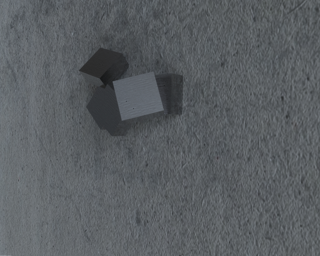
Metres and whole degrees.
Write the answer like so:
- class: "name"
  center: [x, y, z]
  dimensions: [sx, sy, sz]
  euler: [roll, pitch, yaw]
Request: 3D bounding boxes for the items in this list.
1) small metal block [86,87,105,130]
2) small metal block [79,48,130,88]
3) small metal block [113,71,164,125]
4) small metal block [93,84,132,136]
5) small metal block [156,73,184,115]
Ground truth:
- class: "small metal block"
  center: [-0.080, -0.032, 0.469]
  dimensions: [0.050, 0.025, 0.050]
  euler: [-52, 60, 27]
- class: "small metal block"
  center: [-0.082, -0.088, 0.457]
  dimensions: [0.050, 0.025, 0.050]
  euler: [24, 68, 37]
- class: "small metal block"
  center: [-0.026, -0.036, 0.377]
  dimensions: [0.050, 0.025, 0.050]
  euler: [-14, 78, -2]
- class: "small metal block"
  center: [-0.058, -0.024, 0.418]
  dimensions: [0.050, 0.025, 0.050]
  euler: [45, 117, 30]
- class: "small metal block"
  center: [0.002, -0.043, 0.403]
  dimensions: [0.050, 0.025, 0.050]
  euler: [3, 92, 39]
